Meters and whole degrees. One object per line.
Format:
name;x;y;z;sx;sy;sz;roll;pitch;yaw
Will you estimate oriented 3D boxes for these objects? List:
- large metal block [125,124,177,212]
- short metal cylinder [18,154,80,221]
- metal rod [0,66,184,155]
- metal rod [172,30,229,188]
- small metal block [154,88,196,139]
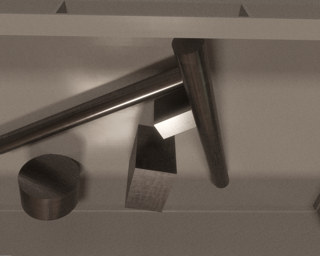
large metal block;-0.013;0.054;0.419;0.050;0.080;0.079;10;129;-9
short metal cylinder;-0.156;0.083;0.442;0.081;0.080;0.050;8;130;-8
metal rod;-0.084;-0.023;0.388;0.301;0.025;0.025;-19;128;15
metal rod;0.058;0.009;0.357;0.025;0.025;0.299;-12;148;10
small metal block;0.021;-0.020;0.376;0.050;0.050;0.025;-22;127;17
